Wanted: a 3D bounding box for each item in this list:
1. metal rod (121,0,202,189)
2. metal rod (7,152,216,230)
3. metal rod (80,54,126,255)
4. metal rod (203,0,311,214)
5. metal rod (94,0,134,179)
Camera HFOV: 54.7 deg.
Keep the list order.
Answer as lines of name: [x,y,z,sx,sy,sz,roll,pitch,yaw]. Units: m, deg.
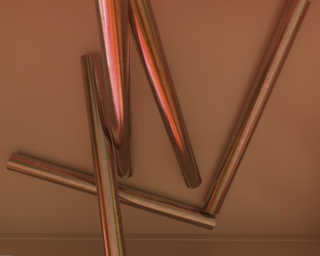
metal rod: [0.009,-0.025,0.339,0.025,0.025,0.299,-16,134,5]
metal rod: [-0.063,0.093,0.444,0.302,0.025,0.025,19,109,-7]
metal rod: [-0.065,0.060,0.371,0.025,0.025,0.298,-8,87,2]
metal rod: [0.119,-0.015,0.407,0.025,0.025,0.298,16,109,-6]
metal rod: [-0.042,-0.031,0.318,0.025,0.025,0.298,2,142,-1]
